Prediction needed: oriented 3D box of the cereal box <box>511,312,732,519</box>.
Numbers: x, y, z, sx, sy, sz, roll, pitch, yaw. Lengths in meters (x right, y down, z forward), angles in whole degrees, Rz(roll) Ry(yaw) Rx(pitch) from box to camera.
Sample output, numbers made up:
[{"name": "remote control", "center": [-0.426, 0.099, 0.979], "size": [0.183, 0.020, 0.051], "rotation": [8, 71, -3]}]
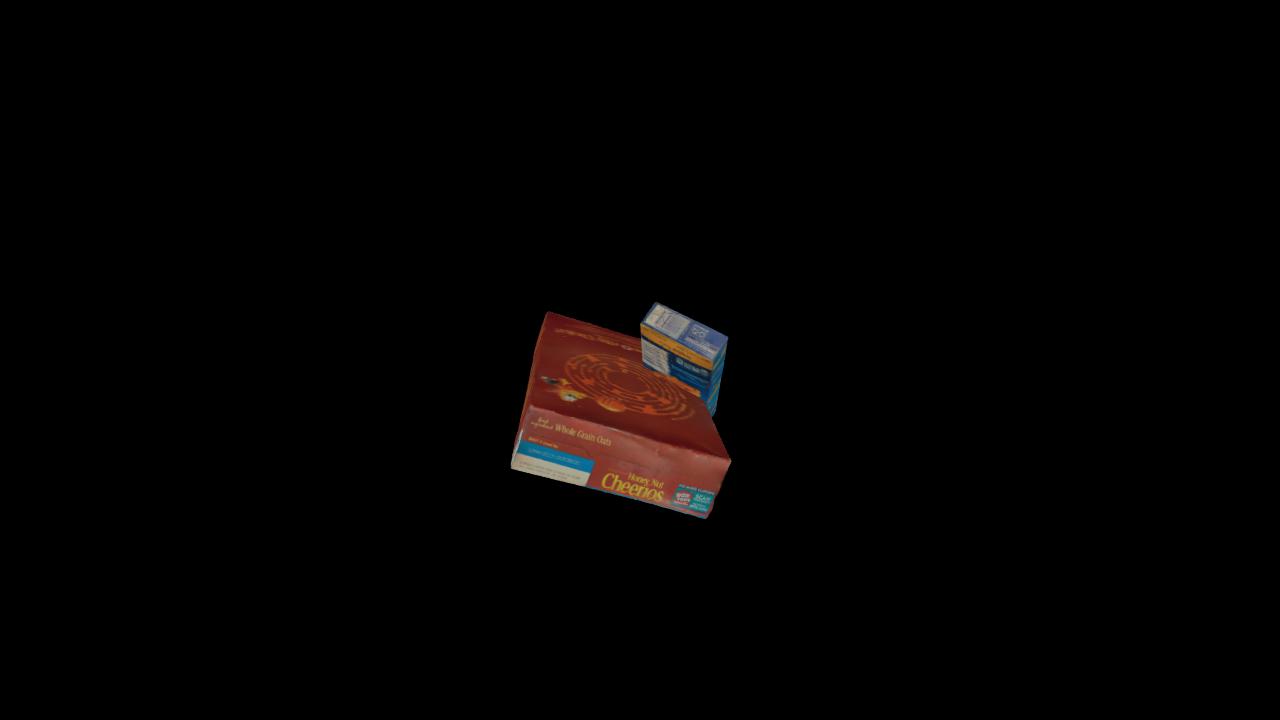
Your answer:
[{"name": "cereal box", "center": [-0.030, 0.046, 0.712], "size": [0.203, 0.081, 0.306], "rotation": [16, 19, -12]}]

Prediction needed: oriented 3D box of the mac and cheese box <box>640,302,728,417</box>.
[{"name": "mac and cheese box", "center": [0.049, 0.014, 0.727], "size": [0.093, 0.041, 0.184], "rotation": [27, -26, 17]}]
